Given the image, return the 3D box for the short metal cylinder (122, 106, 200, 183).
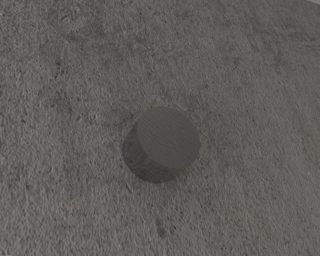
[{"bbox_3d":[0.001,0.021,0.375,0.081,0.050,0.080,13,56,-21],"label":"short metal cylinder"}]
